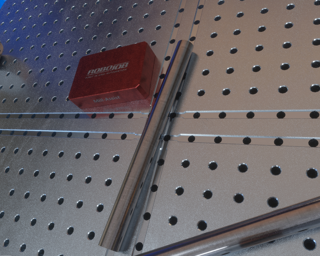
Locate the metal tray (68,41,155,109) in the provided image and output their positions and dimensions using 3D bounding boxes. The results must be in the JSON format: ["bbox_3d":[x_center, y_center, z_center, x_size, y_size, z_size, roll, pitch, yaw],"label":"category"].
[{"bbox_3d":[-0.077,-0.083,0.497,0.130,0.030,0.090,-7,59,24],"label":"metal tray"}]

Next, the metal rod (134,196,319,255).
[{"bbox_3d":[0.056,0.115,0.308,0.301,0.025,0.025,-23,53,14],"label":"metal rod"}]

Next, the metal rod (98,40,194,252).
[{"bbox_3d":[-0.010,0.007,0.409,0.025,0.025,0.300,7,65,31],"label":"metal rod"}]

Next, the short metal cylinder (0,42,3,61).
[{"bbox_3d":[-0.396,-0.167,0.683,0.080,0.080,0.050,-15,56,20],"label":"short metal cylinder"}]
